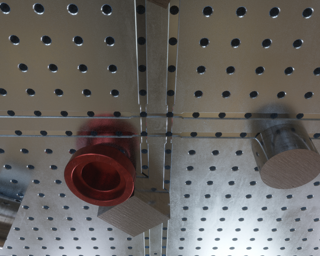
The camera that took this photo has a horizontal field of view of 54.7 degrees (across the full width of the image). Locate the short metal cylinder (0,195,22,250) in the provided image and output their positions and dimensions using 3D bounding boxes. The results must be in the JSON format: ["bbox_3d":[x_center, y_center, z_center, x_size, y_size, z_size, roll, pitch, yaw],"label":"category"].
[{"bbox_3d":[-0.265,0.150,0.500,0.050,0.080,0.080,22,127,-18],"label":"short metal cylinder"}]

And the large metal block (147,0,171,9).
[{"bbox_3d":[-0.015,-0.161,0.258,0.080,0.050,0.079,19,128,-16],"label":"large metal block"}]

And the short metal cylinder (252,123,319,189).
[{"bbox_3d":[0.175,0.040,0.431,0.081,0.050,0.079,0,130,0],"label":"short metal cylinder"}]

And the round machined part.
[{"bbox_3d":[-0.082,0.063,0.447,0.099,0.042,0.097,3,123,5],"label":"round machined part"}]

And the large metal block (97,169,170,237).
[{"bbox_3d":[-0.041,0.124,0.500,0.080,0.050,0.080,-34,123,25],"label":"large metal block"}]
